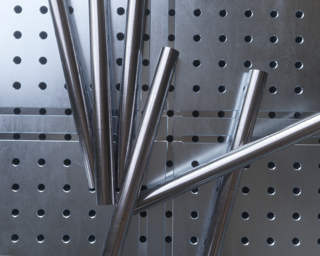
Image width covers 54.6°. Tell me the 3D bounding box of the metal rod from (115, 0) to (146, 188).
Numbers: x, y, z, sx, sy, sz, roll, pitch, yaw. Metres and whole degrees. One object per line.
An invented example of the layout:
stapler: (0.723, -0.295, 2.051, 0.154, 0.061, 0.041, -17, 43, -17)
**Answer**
metal rod: (-0.039, -0.071, 0.413, 0.025, 0.025, 0.298, 5, 90, 0)

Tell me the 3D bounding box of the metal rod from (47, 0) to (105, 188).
metal rod: (-0.114, -0.069, 0.412, 0.025, 0.025, 0.299, -13, 90, 0)

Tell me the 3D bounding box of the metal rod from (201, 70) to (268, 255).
metal rod: (0.094, 0.070, 0.413, 0.025, 0.025, 0.299, 15, 90, 0)

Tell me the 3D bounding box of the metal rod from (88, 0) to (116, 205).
metal rod: (-0.076, -0.054, 0.401, 0.025, 0.025, 0.299, -3, 85, 0)

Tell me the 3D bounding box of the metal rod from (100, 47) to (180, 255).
metal rod: (-0.027, 0.040, 0.396, 0.025, 0.025, 0.299, 16, 83, 0)

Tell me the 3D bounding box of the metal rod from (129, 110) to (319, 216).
metal rod: (0.093, 0.041, 0.389, 0.300, 0.025, 0.025, -26, 90, 10)
